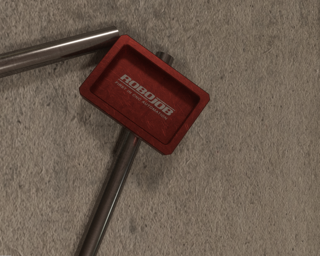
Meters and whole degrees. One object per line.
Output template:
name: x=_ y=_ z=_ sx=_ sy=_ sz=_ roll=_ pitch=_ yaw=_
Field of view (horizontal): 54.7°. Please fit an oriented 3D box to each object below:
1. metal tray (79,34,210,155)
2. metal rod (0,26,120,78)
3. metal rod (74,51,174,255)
metal tray: x=-0.018 y=-0.038 z=0.375 sx=0.130 sy=0.030 sz=0.090 roll=36 pitch=82 yaw=-2
metal rod: x=-0.187 y=-0.065 z=0.339 sx=0.302 sy=0.025 sz=0.025 roll=-21 pitch=98 yaw=-19
metal rod: x=-0.047 y=0.043 z=0.392 sx=0.025 sy=0.025 sz=0.299 roll=24 pitch=82 yaw=-19
